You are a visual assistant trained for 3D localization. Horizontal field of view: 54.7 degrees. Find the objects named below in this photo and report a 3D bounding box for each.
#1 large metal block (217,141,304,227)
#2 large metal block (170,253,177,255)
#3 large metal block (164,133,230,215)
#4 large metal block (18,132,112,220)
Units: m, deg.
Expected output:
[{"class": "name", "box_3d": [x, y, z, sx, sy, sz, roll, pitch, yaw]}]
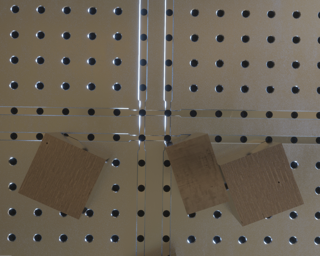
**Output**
[{"class": "large metal block", "box_3d": [0.125, 0.069, 0.403, 0.080, 0.050, 0.080, -20, 90, -1]}, {"class": "large metal block", "box_3d": [0.001, 0.225, 0.401, 0.080, 0.050, 0.080, -23, 90, -1]}, {"class": "large metal block", "box_3d": [0.042, 0.052, 0.387, 0.050, 0.080, 0.080, -18, 90, 0]}, {"class": "large metal block", "box_3d": [-0.119, 0.058, 0.399, 0.080, 0.050, 0.080, 24, 90, -1]}]
